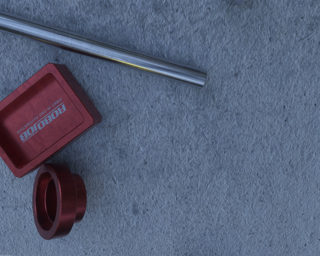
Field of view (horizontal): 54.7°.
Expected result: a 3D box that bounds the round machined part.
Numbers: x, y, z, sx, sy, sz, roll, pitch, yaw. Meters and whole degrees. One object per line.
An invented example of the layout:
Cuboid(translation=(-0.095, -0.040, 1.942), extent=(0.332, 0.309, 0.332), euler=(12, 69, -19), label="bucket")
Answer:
Cuboid(translation=(-0.133, 0.096, 0.415), extent=(0.042, 0.098, 0.097), euler=(5, 115, -41), label="round machined part")

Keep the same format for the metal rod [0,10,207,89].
Cuboid(translation=(-0.090, -0.099, 0.372), extent=(0.302, 0.025, 0.025), euler=(15, 109, -6), label="metal rod")

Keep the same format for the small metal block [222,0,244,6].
Cuboid(translation=(0.086, -0.164, 0.337), extent=(0.025, 0.050, 0.050), euler=(26, 108, -9), label="small metal block")

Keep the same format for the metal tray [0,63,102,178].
Cuboid(translation=(-0.151, -0.009, 0.390), extent=(0.130, 0.030, 0.090), euler=(-35, 92, 11), label="metal tray")
